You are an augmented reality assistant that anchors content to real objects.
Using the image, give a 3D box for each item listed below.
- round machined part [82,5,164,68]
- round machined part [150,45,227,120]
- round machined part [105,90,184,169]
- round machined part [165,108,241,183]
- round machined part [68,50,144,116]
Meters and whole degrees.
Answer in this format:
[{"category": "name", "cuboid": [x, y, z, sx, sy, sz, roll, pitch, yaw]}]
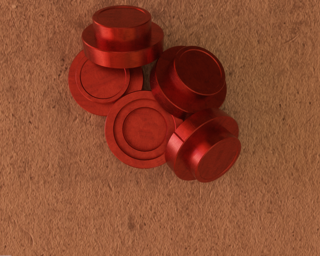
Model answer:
[{"category": "round machined part", "cuboid": [-0.044, -0.115, 0.373, 0.099, 0.098, 0.042, 1, 132, -1]}, {"category": "round machined part", "cuboid": [0.040, -0.061, 0.381, 0.099, 0.042, 0.098, 9, 65, -19]}, {"category": "round machined part", "cuboid": [-0.019, 0.002, 0.402, 0.099, 0.042, 0.097, 0, 90, -1]}, {"category": "round machined part", "cuboid": [0.059, 0.028, 0.376, 0.098, 0.098, 0.042, -43, 50, 0]}, {"category": "round machined part", "cuboid": [-0.070, -0.064, 0.403, 0.099, 0.042, 0.097, 0, 90, -1]}]
